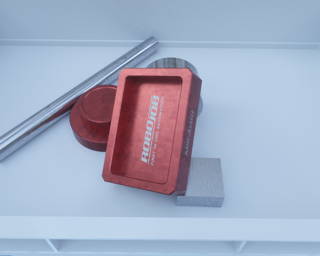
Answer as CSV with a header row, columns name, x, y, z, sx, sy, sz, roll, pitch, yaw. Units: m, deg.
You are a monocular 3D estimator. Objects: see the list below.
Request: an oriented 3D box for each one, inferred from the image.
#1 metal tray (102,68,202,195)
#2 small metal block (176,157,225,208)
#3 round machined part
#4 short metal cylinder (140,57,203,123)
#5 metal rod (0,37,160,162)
name,x,y,z,sx,sy,sz,roll,pitch,yaw
metal tray,-0.009,0.001,0.340,0.090,0.030,0.129,6,83,28
small metal block,0.044,0.062,0.354,0.050,0.025,0.050,2,50,1
round machined part,-0.070,-0.020,0.410,0.099,0.042,0.098,0,50,0
short metal cylinder,0.014,-0.045,0.408,0.081,0.080,0.050,0,50,-1
metal rod,-0.107,-0.056,0.450,0.025,0.025,0.301,33,57,24
